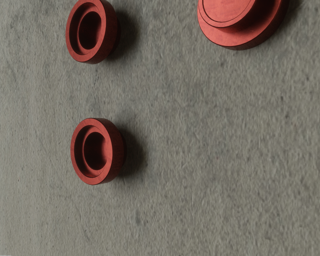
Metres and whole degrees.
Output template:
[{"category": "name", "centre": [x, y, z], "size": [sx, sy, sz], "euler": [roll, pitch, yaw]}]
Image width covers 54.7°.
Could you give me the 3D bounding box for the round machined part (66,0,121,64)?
[{"category": "round machined part", "centre": [-0.098, -0.146, 0.472], "size": [0.098, 0.042, 0.097], "euler": [0, 90, 39]}]

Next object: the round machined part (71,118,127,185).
[{"category": "round machined part", "centre": [-0.088, 0.034, 0.464], "size": [0.098, 0.042, 0.097], "euler": [0, 90, 39]}]

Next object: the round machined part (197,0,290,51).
[{"category": "round machined part", "centre": [0.080, -0.135, 0.327], "size": [0.098, 0.042, 0.097], "euler": [0, 90, 39]}]
